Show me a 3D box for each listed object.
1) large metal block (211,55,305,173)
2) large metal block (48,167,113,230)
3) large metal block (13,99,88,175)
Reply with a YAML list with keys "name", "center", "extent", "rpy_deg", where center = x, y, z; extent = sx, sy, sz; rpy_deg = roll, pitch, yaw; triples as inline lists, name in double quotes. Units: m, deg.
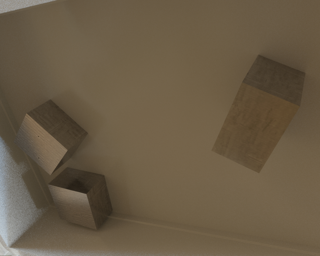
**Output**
- name: "large metal block"
  center: [0.099, -0.017, 0.311]
  extent: [0.050, 0.080, 0.079]
  rpy_deg: [26, 128, 12]
- name: "large metal block"
  center: [-0.137, 0.122, 0.540]
  extent: [0.080, 0.050, 0.079]
  rpy_deg: [7, 122, 24]
- name: "large metal block"
  center: [-0.175, 0.016, 0.495]
  extent: [0.080, 0.050, 0.080]
  rpy_deg: [43, 129, -1]
